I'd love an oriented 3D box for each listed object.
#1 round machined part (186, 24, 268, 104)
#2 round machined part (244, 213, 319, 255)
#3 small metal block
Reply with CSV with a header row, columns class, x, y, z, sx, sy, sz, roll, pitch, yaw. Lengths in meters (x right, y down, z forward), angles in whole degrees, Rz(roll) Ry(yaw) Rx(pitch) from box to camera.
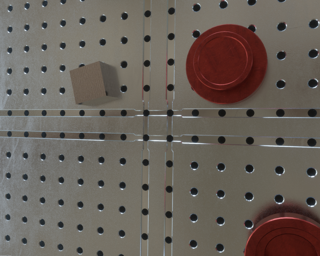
class,x,y,z,sx,sy,sz,roll,pitch,yaw
round machined part,0.079,-0.078,0.376,0.098,0.042,0.097,0,90,20
round machined part,0.148,0.145,0.351,0.098,0.042,0.097,0,90,20
small metal block,-0.098,-0.063,0.447,0.050,0.025,0.050,-13,86,19
